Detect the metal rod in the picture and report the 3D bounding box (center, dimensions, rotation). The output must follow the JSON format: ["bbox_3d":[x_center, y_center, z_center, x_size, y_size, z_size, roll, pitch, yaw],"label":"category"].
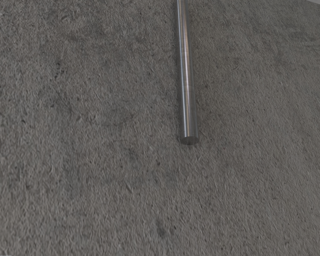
[{"bbox_3d":[0.039,-0.111,0.491,0.025,0.025,0.300,13,56,-21],"label":"metal rod"}]
